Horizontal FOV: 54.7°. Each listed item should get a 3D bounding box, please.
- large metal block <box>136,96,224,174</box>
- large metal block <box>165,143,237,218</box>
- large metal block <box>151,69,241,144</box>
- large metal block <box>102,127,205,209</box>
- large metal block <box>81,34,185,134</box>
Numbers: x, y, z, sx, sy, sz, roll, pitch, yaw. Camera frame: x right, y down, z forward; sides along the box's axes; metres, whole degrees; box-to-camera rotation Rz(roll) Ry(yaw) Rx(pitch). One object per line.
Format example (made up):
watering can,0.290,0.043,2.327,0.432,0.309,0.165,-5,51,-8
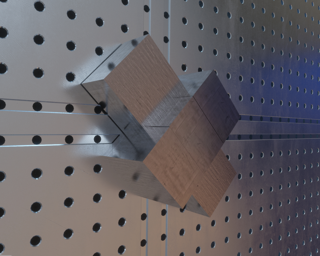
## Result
large metal block,0.019,0.009,0.392,0.050,0.080,0.080,-52,121,-27
large metal block,0.054,0.065,0.441,0.080,0.050,0.080,-51,120,-27
large metal block,0.047,-0.026,0.416,0.050,0.080,0.080,-52,121,-27
large metal block,-0.008,0.044,0.369,0.050,0.080,0.080,-52,121,-27
large metal block,-0.029,-0.050,0.367,0.080,0.050,0.080,-52,121,-26
